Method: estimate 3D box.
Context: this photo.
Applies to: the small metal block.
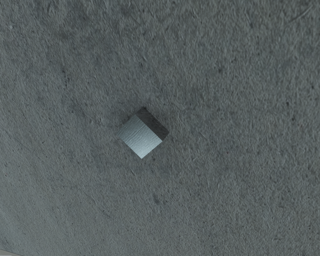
[{"bbox_3d":[-0.024,0.007,0.423,0.050,0.025,0.050,45,129,-4],"label":"small metal block"}]
